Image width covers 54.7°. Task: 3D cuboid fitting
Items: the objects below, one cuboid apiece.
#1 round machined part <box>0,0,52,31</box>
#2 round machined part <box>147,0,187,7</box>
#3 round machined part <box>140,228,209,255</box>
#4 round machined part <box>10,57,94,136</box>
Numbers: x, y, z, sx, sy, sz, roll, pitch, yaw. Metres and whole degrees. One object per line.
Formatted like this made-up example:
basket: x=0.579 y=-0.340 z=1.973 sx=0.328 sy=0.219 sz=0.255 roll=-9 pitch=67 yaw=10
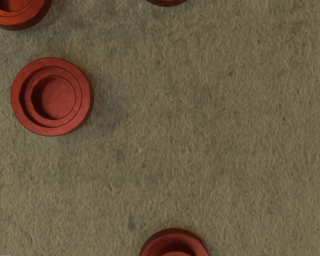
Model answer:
round machined part: x=-0.187 y=-0.174 z=0.399 sx=0.099 sy=0.042 sz=0.097 roll=0 pitch=90 yaw=-1
round machined part: x=0.009 y=-0.214 z=0.401 sx=0.099 sy=0.042 sz=0.097 roll=0 pitch=90 yaw=-1
round machined part: x=0.019 y=0.186 z=0.402 sx=0.099 sy=0.042 sz=0.097 roll=0 pitch=90 yaw=-1
round machined part: x=-0.134 y=-0.038 z=0.400 sx=0.099 sy=0.042 sz=0.097 roll=0 pitch=90 yaw=-1
